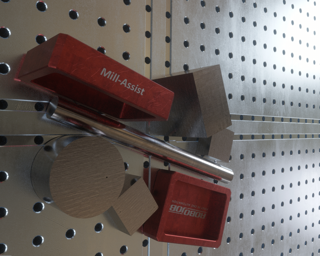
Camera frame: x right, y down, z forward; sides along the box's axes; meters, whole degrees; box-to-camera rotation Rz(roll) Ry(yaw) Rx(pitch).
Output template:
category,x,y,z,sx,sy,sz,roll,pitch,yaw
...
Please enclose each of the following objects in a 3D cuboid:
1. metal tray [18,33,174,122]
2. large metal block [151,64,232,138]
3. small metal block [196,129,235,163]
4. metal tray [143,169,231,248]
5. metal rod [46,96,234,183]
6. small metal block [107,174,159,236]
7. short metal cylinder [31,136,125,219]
category,x,y,z,sx,sy,sz,roll,pitch,yaw
metal tray,-0.062,-0.042,0.313,0.131,0.090,0.030,23,76,-38
large metal block,0.040,-0.034,0.408,0.050,0.080,0.080,-24,105,-38
small metal block,0.086,0.024,0.481,0.050,0.025,0.050,22,76,-38
metal tray,0.044,0.117,0.442,0.131,0.030,0.090,23,76,-38
metal rod,-0.001,0.028,0.408,0.302,0.025,0.025,24,75,-37
small metal block,-0.036,0.093,0.380,0.050,0.025,0.050,-40,114,-33
short metal cylinder,-0.084,0.048,0.321,0.081,0.050,0.080,0,90,-40
